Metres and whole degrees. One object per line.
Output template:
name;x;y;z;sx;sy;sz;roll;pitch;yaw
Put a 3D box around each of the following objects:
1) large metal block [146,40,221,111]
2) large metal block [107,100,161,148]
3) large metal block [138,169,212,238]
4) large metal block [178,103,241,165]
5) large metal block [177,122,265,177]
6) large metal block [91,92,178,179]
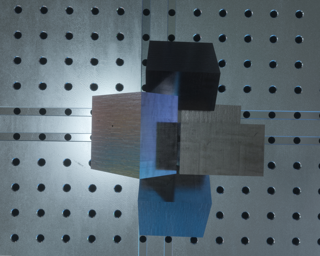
large metal block;0.025;-0.066;0.379;0.080;0.080;0.050;2;128;0
large metal block;-0.028;0.006;0.401;0.080;0.050;0.080;7;90;0
large metal block;0.016;0.091;0.380;0.080;0.050;0.080;2;135;0
large metal block;0.057;0.011;0.401;0.080;0.050;0.080;3;90;0
large metal block;0.060;0.020;0.336;0.080;0.080;0.050;2;90;0
large metal block;-0.029;0.006;0.328;0.080;0.050;0.080;2;91;45
